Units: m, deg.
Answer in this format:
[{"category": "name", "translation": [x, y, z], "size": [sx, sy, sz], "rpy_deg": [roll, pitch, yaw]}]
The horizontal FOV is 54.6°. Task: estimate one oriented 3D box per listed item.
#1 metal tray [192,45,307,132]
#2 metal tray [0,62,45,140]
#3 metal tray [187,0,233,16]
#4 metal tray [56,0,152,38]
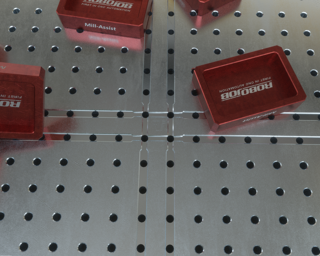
[{"category": "metal tray", "translation": [0.120, -0.056, 0.430], "size": [0.131, 0.030, 0.090], "rpy_deg": [-16, 71, -6]}, {"category": "metal tray", "translation": [-0.208, -0.033, 0.369], "size": [0.131, 0.089, 0.030], "rpy_deg": [3, 33, -18]}, {"category": "metal tray", "translation": [0.068, -0.254, 0.502], "size": [0.090, 0.030, 0.130], "rpy_deg": [-29, 73, -10]}, {"category": "metal tray", "translation": [-0.082, -0.193, 0.479], "size": [0.131, 0.030, 0.090], "rpy_deg": [9, 70, 3]}]
